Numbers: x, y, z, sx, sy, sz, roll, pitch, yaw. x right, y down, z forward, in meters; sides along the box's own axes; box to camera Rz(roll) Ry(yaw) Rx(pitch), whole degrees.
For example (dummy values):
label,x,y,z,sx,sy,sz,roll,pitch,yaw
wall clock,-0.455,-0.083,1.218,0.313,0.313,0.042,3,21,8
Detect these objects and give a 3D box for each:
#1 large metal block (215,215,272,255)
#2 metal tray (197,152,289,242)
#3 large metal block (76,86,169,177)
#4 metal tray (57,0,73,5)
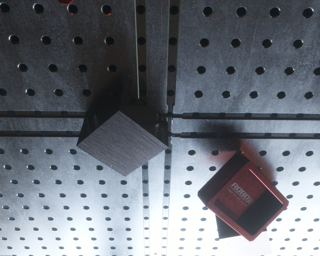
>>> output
label,x,y,z,sx,sy,sz,roll,pitch,yaw
large metal block,0.151,0.191,0.559,0.080,0.050,0.080,-14,129,12
metal tray,0.130,0.109,0.476,0.090,0.030,0.130,-46,119,2
large metal block,-0.046,0.007,0.401,0.080,0.050,0.080,-37,122,27
metal tray,-0.067,-0.179,0.254,0.130,0.030,0.090,-31,124,24
